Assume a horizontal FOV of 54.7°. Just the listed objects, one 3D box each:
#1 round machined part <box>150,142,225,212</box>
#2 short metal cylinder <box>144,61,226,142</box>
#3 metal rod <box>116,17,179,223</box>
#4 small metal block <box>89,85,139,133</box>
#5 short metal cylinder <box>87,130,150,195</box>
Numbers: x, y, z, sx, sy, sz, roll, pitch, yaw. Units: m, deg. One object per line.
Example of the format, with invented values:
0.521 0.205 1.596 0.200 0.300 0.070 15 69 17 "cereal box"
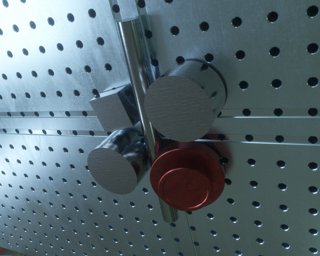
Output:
0.035 0.069 0.404 0.099 0.042 0.097 4 117 8 "round machined part"
0.029 -0.031 0.355 0.080 0.050 0.079 13 124 21 "short metal cylinder"
-0.010 0.008 0.416 0.025 0.025 0.298 3 120 27 "metal rod"
-0.060 -0.025 0.422 0.050 0.025 0.050 -12 113 33 "small metal block"
-0.057 0.049 0.450 0.080 0.050 0.079 13 124 21 "short metal cylinder"
